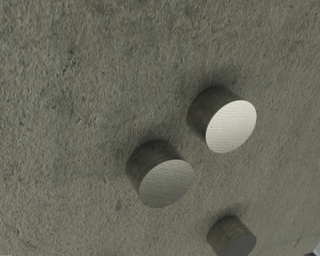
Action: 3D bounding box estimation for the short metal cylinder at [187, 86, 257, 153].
[{"bbox_3d":[0.085,-0.012,0.429,0.081,0.050,0.079,-14,124,-21],"label":"short metal cylinder"}]

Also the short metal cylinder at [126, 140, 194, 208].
[{"bbox_3d":[-0.001,0.063,0.429,0.081,0.050,0.079,-14,124,-21],"label":"short metal cylinder"}]

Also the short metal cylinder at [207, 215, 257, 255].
[{"bbox_3d":[0.138,0.217,0.600,0.081,0.050,0.079,-14,124,-21],"label":"short metal cylinder"}]
